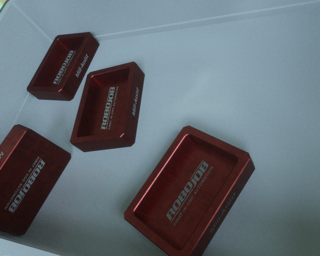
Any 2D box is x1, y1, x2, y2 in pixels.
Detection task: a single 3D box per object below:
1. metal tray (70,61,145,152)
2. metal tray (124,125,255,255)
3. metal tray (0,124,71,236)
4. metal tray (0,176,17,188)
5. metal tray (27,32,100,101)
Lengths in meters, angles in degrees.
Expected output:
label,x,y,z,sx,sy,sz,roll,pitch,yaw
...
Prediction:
label,x,y,z,sx,sy,sz,roll,pitch,yaw
metal tray,-0.076,-0.032,0.462,0.090,0.030,0.130,-8,58,24
metal tray,0.032,0.070,0.342,0.090,0.030,0.130,27,76,37
metal tray,-0.190,0.072,0.420,0.030,0.090,0.130,16,70,35
metal tray,-0.261,0.069,0.433,0.090,0.130,0.030,-41,51,1
metal tray,-0.175,-0.113,0.563,0.090,0.030,0.130,5,64,30
